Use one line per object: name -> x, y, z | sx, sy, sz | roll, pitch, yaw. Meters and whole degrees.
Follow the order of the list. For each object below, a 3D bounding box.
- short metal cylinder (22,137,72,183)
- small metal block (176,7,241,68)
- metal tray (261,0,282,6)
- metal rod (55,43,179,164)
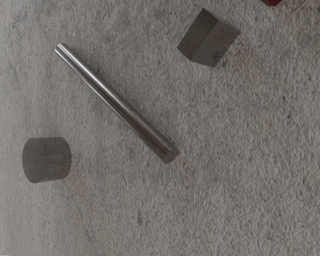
short metal cylinder -> -0.204, 0.056, 0.557 | 0.080, 0.050, 0.080 | 0, 90, 40
small metal block -> 0.055, -0.098, 0.344 | 0.025, 0.050, 0.050 | 51, 120, 28
metal tray -> 0.112, -0.202, 0.309 | 0.090, 0.030, 0.130 | -37, 68, 34
metal rod -> -0.080, -0.051, 0.470 | 0.300, 0.025, 0.025 | 43, 116, 31
